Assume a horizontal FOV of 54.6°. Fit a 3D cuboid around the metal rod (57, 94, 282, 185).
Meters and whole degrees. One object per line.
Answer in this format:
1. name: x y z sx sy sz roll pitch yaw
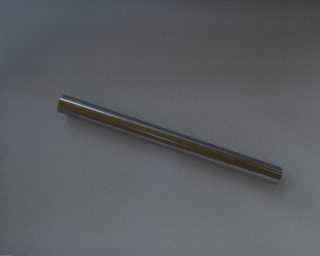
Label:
1. metal rod: 0.013 0.016 0.410 0.301 0.025 0.025 19 90 0
